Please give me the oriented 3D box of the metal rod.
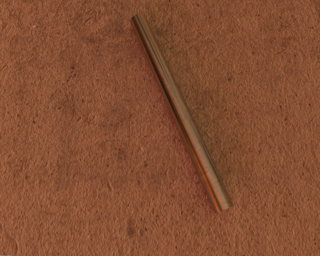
[{"bbox_3d":[0.022,-0.032,0.420,0.025,0.025,0.299,-21,71,-7],"label":"metal rod"}]
